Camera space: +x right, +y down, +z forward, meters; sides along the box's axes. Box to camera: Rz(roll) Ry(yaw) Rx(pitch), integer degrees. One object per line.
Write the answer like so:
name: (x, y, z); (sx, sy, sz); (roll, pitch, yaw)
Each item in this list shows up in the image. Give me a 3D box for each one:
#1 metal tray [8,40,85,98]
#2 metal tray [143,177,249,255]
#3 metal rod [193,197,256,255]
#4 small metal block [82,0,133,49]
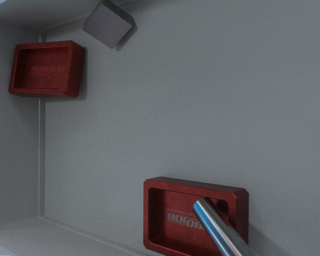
metal tray: (-0.196, -0.099, 0.532); (0.130, 0.030, 0.090); (4, 83, 24)
metal tray: (0.038, 0.111, 0.370); (0.130, 0.030, 0.089); (1, 90, 39)
metal rod: (0.097, 0.147, 0.218); (0.025, 0.025, 0.300); (-69, 26, 16)
small metal block: (-0.075, -0.151, 0.446); (0.050, 0.050, 0.025); (-39, 36, 33)
